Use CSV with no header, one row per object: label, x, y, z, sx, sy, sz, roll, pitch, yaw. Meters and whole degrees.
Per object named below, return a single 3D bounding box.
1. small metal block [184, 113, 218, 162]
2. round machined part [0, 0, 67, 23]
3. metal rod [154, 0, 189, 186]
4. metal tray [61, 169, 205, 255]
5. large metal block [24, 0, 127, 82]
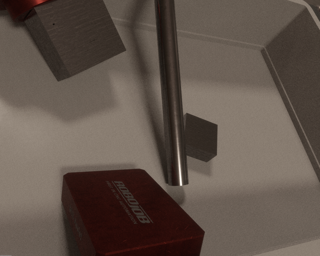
small metal block,0.051,0.013,0.427,0.050,0.025,0.050,20,54,-17
round machined part,-0.144,-0.153,0.350,0.099,0.098,0.042,-39,112,-39
metal rod,0.012,-0.080,0.385,0.025,0.025,0.298,-3,88,-30
metal tray,-0.032,0.079,0.285,0.091,0.030,0.130,1,17,-28
large metal block,-0.101,-0.112,0.377,0.081,0.050,0.080,-35,109,-29
